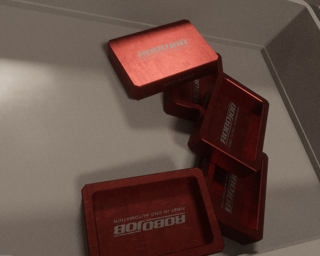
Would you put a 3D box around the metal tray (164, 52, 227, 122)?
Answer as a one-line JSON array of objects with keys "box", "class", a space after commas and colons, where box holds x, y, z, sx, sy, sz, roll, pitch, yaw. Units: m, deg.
[{"box": [0.054, -0.072, 0.476, 0.091, 0.030, 0.130, 15, 56, -20], "class": "metal tray"}]

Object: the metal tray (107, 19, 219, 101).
[{"box": [0.004, -0.099, 0.435, 0.131, 0.030, 0.090, -22, 64, -20], "class": "metal tray"}]

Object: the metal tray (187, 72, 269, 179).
[{"box": [0.098, -0.007, 0.422, 0.090, 0.030, 0.130, 30, 52, -9], "class": "metal tray"}]

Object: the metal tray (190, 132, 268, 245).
[{"box": [0.094, 0.074, 0.409, 0.090, 0.030, 0.130, 28, 52, -11], "class": "metal tray"}]

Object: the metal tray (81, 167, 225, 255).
[{"box": [-0.009, 0.096, 0.320, 0.131, 0.030, 0.090, -7, 64, -16], "class": "metal tray"}]
